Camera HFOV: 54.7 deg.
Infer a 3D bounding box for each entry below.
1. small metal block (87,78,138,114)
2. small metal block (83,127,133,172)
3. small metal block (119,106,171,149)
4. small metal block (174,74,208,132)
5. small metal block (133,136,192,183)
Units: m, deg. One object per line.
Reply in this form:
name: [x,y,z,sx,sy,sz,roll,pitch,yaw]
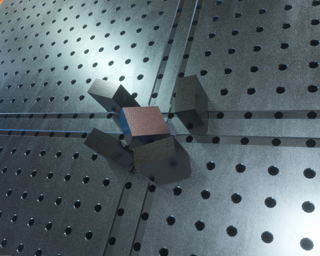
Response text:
small metal block: [-0.069,-0.044,0.454,0.050,0.050,0.025,16,70,34]
small metal block: [-0.063,0.029,0.406,0.050,0.050,0.025,22,75,36]
small metal block: [-0.021,-0.001,0.402,0.050,0.025,0.050,-4,48,-24]
small metal block: [0.041,-0.030,0.388,0.025,0.050,0.050,-9,58,23]
small metal block: [0.003,0.038,0.366,0.050,0.050,0.025,-19,55,17]
